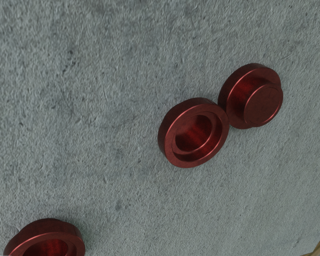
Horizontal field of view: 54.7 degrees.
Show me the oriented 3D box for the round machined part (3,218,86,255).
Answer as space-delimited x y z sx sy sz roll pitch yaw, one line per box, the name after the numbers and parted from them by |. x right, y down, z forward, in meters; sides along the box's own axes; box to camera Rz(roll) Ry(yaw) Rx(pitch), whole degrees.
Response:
-0.153 0.159 0.411 0.099 0.042 0.097 -14 124 -21 | round machined part

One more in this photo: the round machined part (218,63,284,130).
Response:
0.136 -0.040 0.445 0.099 0.042 0.097 -14 124 -21 | round machined part

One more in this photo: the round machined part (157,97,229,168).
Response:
0.041 0.003 0.420 0.099 0.042 0.097 -14 124 -21 | round machined part
